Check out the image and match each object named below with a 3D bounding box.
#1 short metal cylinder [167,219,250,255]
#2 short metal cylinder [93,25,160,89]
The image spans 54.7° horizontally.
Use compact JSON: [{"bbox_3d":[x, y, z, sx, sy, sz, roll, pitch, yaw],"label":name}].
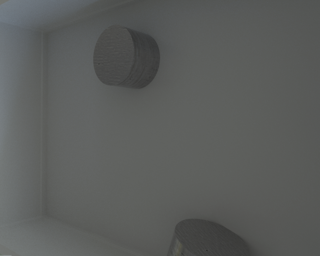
[{"bbox_3d":[0.048,0.141,0.331,0.080,0.081,0.050,24,105,37],"label":"short metal cylinder"},{"bbox_3d":[-0.047,-0.096,0.429,0.080,0.050,0.080,0,90,40],"label":"short metal cylinder"}]
